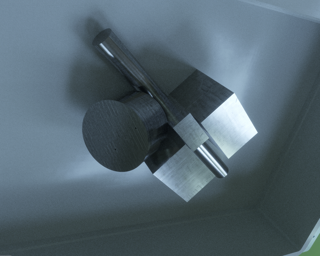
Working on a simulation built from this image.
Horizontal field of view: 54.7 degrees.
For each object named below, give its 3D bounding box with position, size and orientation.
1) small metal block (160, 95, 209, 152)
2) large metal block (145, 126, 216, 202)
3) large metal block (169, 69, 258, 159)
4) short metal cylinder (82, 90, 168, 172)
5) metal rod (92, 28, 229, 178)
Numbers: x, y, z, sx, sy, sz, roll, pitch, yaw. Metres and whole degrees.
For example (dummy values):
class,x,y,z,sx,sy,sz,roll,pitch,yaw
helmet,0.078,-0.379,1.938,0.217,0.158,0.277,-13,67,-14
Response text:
class,x,y,z,sx,sy,sz,roll,pitch,yaw
small metal block,0.026,-0.006,0.373,0.025,0.050,0.050,-42,130,0
large metal block,0.015,0.038,0.406,0.050,0.080,0.080,-43,130,1
large metal block,0.068,-0.019,0.400,0.050,0.080,0.080,-42,130,1
short metal cylinder,-0.038,0.002,0.345,0.050,0.080,0.079,-36,145,-60
metal rod,0.021,-0.011,0.414,0.025,0.025,0.300,-43,130,1
